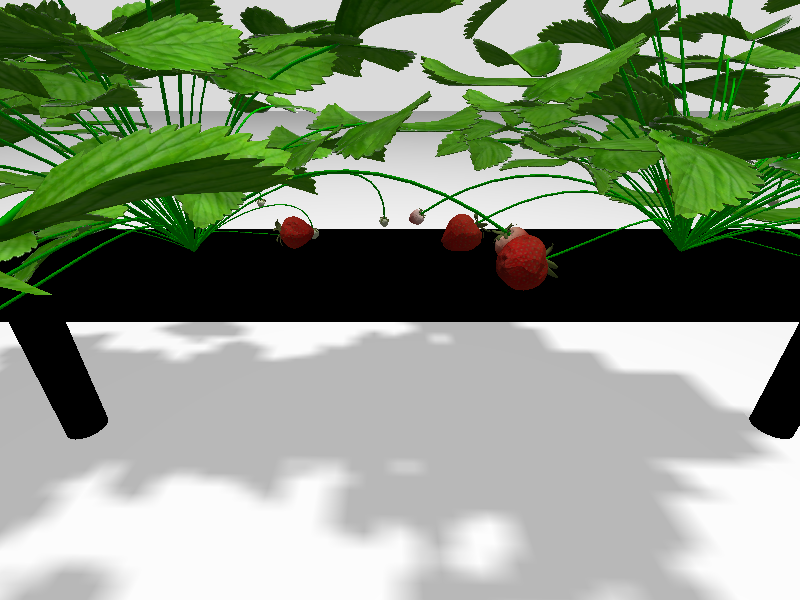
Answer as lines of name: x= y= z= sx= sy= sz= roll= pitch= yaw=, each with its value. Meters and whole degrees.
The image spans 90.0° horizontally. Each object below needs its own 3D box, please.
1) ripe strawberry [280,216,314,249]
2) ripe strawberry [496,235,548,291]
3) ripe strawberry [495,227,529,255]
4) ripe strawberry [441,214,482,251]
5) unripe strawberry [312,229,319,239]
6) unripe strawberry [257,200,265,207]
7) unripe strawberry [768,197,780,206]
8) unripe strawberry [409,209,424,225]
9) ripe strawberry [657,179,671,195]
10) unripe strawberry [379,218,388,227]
ripe strawberry: x=-0.095 y=-0.062 z=0.369 sx=0.030 sy=0.029 sz=0.033 roll=-2 pitch=27 yaw=-4
ripe strawberry: x=0.086 y=-0.026 z=0.289 sx=0.038 sy=0.040 sz=0.035 roll=-13 pitch=30 yaw=-22
ripe strawberry: x=0.098 y=-0.045 z=0.342 sx=0.030 sy=0.031 sz=0.029 roll=-34 pitch=19 yaw=20
ripe strawberry: x=0.055 y=-0.058 z=0.364 sx=0.035 sy=0.035 sz=0.033 roll=-31 pitch=23 yaw=15
unripe strawberry: x=-0.082 y=-0.063 z=0.382 sx=0.010 sy=0.010 sz=0.009 roll=-5 pitch=27 yaw=-9
unripe strawberry: x=-0.175 y=-0.122 z=0.505 sx=0.009 sy=0.010 sz=0.010 roll=3 pitch=27 yaw=5
unripe strawberry: x=0.436 y=-0.115 z=0.467 sx=0.010 sy=0.010 sz=0.011 roll=-17 pitch=32 yaw=-30
unripe strawberry: x=0.018 y=-0.091 z=0.441 sx=0.016 sy=0.016 sz=0.014 roll=-24 pitch=15 yaw=29
ripe strawberry: x=0.357 y=-0.143 z=0.517 sx=0.043 sy=0.037 sz=0.043 roll=14 pitch=30 yaw=26
unripe strawberry: x=-0.017 y=-0.082 z=0.426 sx=0.010 sy=0.010 sz=0.011 roll=-10 pitch=29 yaw=-19
